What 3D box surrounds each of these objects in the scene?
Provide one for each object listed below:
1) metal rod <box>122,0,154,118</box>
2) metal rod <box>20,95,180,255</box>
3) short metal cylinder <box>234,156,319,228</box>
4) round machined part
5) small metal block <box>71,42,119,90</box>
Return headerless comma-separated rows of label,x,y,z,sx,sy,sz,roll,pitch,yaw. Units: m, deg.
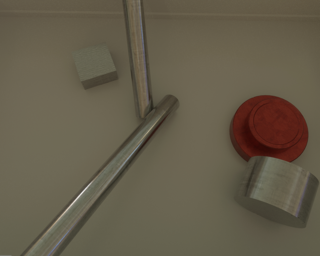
metal rod,-0.034,-0.159,0.377,0.025,0.025,0.298,-6,106,-3
metal rod,-0.054,0.050,0.322,0.025,0.025,0.301,30,46,10
short metal cylinder,0.132,0.073,0.355,0.080,0.080,0.050,24,72,8
round machined part,0.144,0.001,0.402,0.099,0.042,0.098,0,70,-1
small metal block,-0.092,-0.089,0.441,0.050,0.025,0.050,-19,71,-7
